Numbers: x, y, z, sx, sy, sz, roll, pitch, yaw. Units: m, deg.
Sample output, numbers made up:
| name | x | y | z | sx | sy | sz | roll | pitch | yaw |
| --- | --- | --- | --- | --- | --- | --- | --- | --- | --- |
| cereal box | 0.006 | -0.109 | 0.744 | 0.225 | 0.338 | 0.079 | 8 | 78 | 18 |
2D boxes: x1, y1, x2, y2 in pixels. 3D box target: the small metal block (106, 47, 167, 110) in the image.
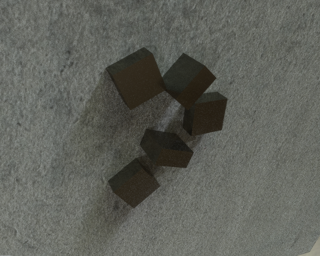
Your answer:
| name | x | y | z | sx | sy | sz | roll | pitch | yaw |
| --- | --- | --- | --- | --- | --- | --- | --- | --- | --- |
| small metal block | -0.026 | -0.057 | 0.358 | 0.050 | 0.025 | 0.050 | -31 | 129 | -9 |

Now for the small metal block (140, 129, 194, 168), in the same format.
| name | x | y | z | sx | sy | sz | roll | pitch | yaw |
| --- | --- | --- | --- | --- | --- | --- | --- | --- | --- |
| small metal block | 0.008 | 0.027 | 0.414 | 0.050 | 0.050 | 0.025 | 10 | 113 | -33 |

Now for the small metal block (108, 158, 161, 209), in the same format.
| name | x | y | z | sx | sy | sz | roll | pitch | yaw |
| --- | --- | --- | --- | --- | --- | --- | --- | --- | --- |
| small metal block | -0.036 | 0.079 | 0.438 | 0.050 | 0.025 | 0.050 | -40 | 130 | -1 |

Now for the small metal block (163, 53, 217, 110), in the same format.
| name | x | y | z | sx | sy | sz | roll | pitch | yaw |
| --- | --- | --- | --- | --- | --- | --- | --- | --- | --- |
| small metal block | 0.031 | -0.057 | 0.374 | 0.050 | 0.050 | 0.025 | -49 | 129 | 6 |

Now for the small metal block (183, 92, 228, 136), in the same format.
| name | x | y | z | sx | sy | sz | roll | pitch | yaw |
| --- | --- | --- | --- | --- | --- | --- | --- | --- | --- |
| small metal block | 0.062 | -0.020 | 0.430 | 0.050 | 0.025 | 0.050 | -11 | 123 | -23 |
